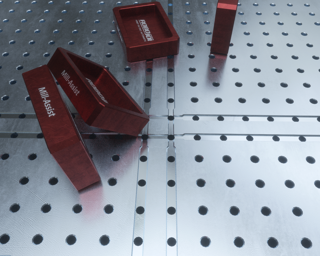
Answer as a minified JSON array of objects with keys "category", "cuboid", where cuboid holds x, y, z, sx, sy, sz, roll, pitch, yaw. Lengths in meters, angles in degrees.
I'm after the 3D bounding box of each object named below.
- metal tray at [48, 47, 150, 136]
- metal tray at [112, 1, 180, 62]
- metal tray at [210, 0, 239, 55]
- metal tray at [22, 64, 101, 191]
[{"category":"metal tray","cuboid":[-0.081,-0.048,0.408,0.030,0.090,0.130,-51,56,16]},{"category":"metal tray","cuboid":[-0.027,-0.175,0.550,0.091,0.030,0.130,-12,51,-10]},{"category":"metal tray","cuboid":[0.116,-0.201,0.535,0.030,0.090,0.130,11,51,9]},{"category":"metal tray","cuboid":[-0.116,-0.002,0.364,0.030,0.090,0.130,-25,54,-12]}]
